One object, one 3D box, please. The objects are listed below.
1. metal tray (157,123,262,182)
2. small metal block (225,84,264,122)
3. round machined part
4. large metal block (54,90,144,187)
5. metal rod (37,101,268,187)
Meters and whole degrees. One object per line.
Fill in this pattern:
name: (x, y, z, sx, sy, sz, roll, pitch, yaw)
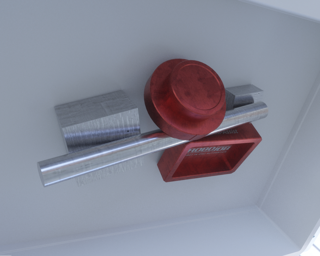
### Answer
metal tray: (0.071, 0.035, 0.448, 0.131, 0.030, 0.089, -2, 139, -29)
small metal block: (0.119, -0.033, 0.453, 0.050, 0.025, 0.050, -11, 123, -23)
round machined part: (0.035, -0.038, 0.354, 0.099, 0.098, 0.042, -5, 161, -27)
large metal block: (-0.069, 0.011, 0.360, 0.081, 0.050, 0.079, -17, 125, -19)
metal rod: (0.015, 0.009, 0.364, 0.303, 0.025, 0.025, -15, 125, -29)
